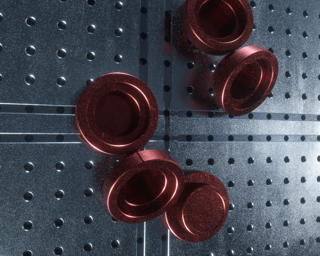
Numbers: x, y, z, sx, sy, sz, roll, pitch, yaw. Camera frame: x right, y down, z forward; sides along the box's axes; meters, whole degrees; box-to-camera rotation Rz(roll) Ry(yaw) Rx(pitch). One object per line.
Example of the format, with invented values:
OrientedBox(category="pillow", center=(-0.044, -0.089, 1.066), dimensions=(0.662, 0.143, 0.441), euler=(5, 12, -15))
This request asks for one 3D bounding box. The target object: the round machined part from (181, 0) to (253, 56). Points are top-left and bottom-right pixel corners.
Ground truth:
OrientedBox(category="round machined part", center=(0.075, -0.147, 0.428), dimensions=(0.099, 0.042, 0.097), euler=(2, 83, -17))

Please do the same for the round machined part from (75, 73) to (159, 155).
OrientedBox(category="round machined part", center=(-0.055, -0.017, 0.384), dimensions=(0.099, 0.042, 0.097), euler=(0, 90, -20))

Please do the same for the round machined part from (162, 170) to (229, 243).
OrientedBox(category="round machined part", center=(0.054, 0.109, 0.425), dimensions=(0.099, 0.042, 0.097), euler=(0, 90, -21))

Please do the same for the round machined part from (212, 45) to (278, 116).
OrientedBox(category="round machined part", center=(0.112, -0.068, 0.431), dimensions=(0.099, 0.042, 0.097), euler=(-20, 132, -23))

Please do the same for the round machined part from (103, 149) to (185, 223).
OrientedBox(category="round machined part", center=(-0.023, 0.067, 0.382), dimensions=(0.099, 0.042, 0.097), euler=(-14, 125, -20))
